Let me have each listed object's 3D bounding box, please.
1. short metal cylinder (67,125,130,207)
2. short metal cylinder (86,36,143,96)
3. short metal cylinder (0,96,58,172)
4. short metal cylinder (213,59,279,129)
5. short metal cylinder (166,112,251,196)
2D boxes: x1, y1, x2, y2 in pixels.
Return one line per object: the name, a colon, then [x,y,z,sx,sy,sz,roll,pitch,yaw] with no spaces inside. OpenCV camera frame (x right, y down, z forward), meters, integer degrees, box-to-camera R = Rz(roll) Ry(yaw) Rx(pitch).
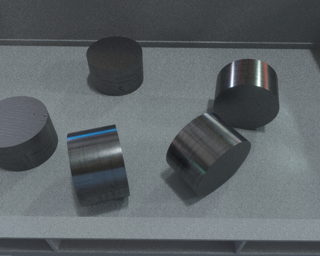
short metal cylinder: [-0.066,0.040,0.335,0.050,0.080,0.080,-12,51,-10]
short metal cylinder: [-0.066,-0.094,0.467,0.081,0.050,0.080,0,50,0]
short metal cylinder: [-0.173,0.006,0.381,0.081,0.050,0.080,0,50,0]
short metal cylinder: [0.113,-0.043,0.407,0.080,0.080,0.050,9,51,7]
short metal cylinder: [0.054,0.029,0.345,0.081,0.080,0.050,-31,57,-23]
